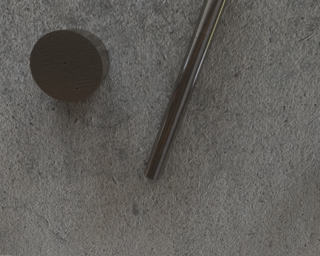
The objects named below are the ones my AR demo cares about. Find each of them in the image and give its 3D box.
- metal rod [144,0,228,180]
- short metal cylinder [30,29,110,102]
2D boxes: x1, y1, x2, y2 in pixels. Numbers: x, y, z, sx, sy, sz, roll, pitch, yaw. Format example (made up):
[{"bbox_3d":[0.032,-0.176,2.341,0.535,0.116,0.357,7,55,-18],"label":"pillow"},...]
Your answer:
[{"bbox_3d":[0.036,-0.067,0.385,0.025,0.025,0.298,17,109,-7],"label":"metal rod"},{"bbox_3d":[-0.104,-0.076,0.367,0.081,0.050,0.079,0,110,0],"label":"short metal cylinder"}]
